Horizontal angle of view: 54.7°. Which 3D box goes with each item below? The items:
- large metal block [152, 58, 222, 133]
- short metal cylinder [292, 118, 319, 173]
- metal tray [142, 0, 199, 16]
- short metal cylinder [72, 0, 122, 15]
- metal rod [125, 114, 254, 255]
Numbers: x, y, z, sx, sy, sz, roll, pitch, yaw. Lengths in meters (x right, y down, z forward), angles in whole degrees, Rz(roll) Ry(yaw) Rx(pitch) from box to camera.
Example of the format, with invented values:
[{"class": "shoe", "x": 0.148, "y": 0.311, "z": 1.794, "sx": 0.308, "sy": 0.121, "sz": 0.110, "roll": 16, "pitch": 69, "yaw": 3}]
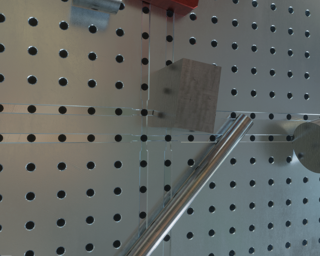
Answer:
[{"class": "large metal block", "x": 0.031, "y": -0.037, "z": 0.395, "sx": 0.050, "sy": 0.080, "sz": 0.080, "roll": 8, "pitch": 87, "yaw": -20}, {"class": "short metal cylinder", "x": 0.254, "y": 0.024, "z": 0.477, "sx": 0.050, "sy": 0.080, "sz": 0.080, "roll": -14, "pitch": 95, "yaw": -19}, {"class": "metal tray", "x": 0.016, "y": -0.229, "z": 0.414, "sx": 0.091, "sy": 0.030, "sz": 0.129, "roll": 13, "pitch": 86, "yaw": -20}, {"class": "short metal cylinder", "x": -0.071, "y": -0.177, "z": 0.357, "sx": 0.050, "sy": 0.080, "sz": 0.080, "roll": 5, "pitch": 88, "yaw": -20}, {"class": "metal rod", "x": 0.031, "y": 0.097, "z": 0.424, "sx": 0.025, "sy": 0.025, "sz": 0.300, "roll": 45, "pitch": 76, "yaw": -15}]
